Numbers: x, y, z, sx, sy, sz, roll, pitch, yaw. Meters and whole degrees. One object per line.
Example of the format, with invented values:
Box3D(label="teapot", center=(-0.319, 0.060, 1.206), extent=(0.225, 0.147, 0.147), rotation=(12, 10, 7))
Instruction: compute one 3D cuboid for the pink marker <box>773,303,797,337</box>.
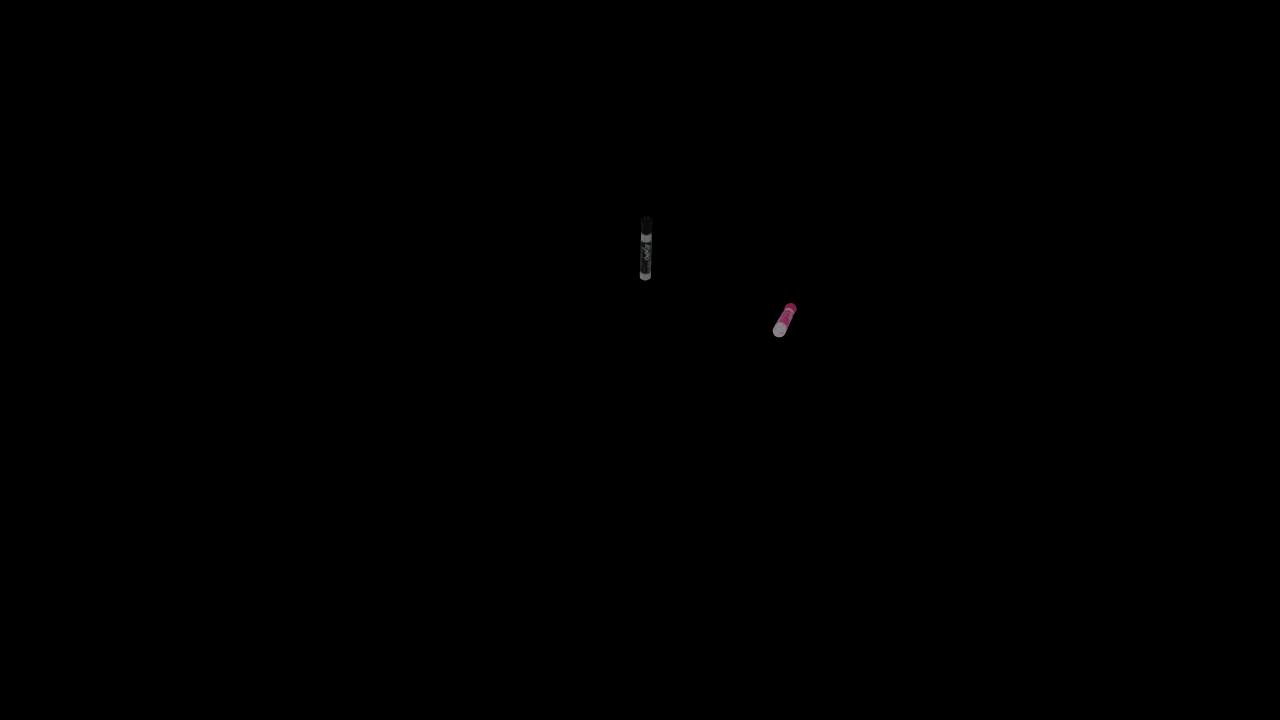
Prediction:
Box3D(label="pink marker", center=(0.222, -0.063, 0.938), extent=(0.020, 0.020, 0.121), rotation=(0, 21, 22))

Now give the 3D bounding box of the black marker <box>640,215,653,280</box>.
Box3D(label="black marker", center=(0.010, -0.177, 0.973), extent=(0.020, 0.020, 0.121), rotation=(0, -40, -1))
